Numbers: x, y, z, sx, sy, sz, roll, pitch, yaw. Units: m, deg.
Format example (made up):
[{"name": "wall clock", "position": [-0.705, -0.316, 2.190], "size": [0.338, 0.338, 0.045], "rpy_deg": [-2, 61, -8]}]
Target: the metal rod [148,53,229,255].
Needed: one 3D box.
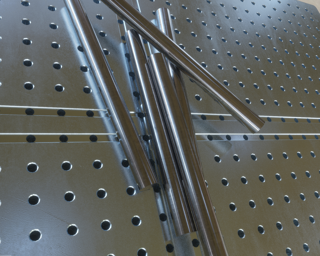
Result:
[{"name": "metal rod", "position": [0.032, 0.034, 0.380], "size": [0.025, 0.025, 0.299], "rpy_deg": [-2, 63, -30]}]

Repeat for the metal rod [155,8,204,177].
[{"name": "metal rod", "position": [0.024, -0.066, 0.463], "size": [0.025, 0.025, 0.299], "rpy_deg": [6, 59, -26]}]

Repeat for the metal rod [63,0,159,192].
[{"name": "metal rod", "position": [-0.071, -0.060, 0.407], "size": [0.025, 0.025, 0.299], "rpy_deg": [-12, 68, -33]}]

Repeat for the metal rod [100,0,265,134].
[{"name": "metal rod", "position": [0.032, -0.099, 0.454], "size": [0.300, 0.025, 0.025], "rpy_deg": [41, 51, 0]}]

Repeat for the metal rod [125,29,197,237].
[{"name": "metal rod", "position": [-0.006, -0.011, 0.413], "size": [0.025, 0.025, 0.299], "rpy_deg": [-1, 62, -29]}]
